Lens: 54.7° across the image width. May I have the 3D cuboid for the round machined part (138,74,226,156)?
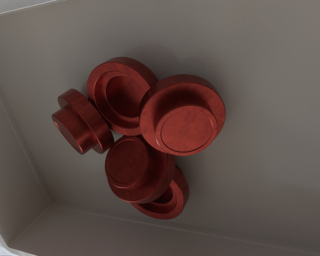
[{"bbox_3d":[0.026,-0.007,0.348,0.099,0.042,0.097,-4,125,-6],"label":"round machined part"}]

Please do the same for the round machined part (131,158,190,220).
[{"bbox_3d":[-0.003,0.081,0.447,0.098,0.042,0.097,13,124,21],"label":"round machined part"}]

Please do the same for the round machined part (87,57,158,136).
[{"bbox_3d":[-0.039,-0.042,0.389,0.098,0.042,0.097,13,124,21],"label":"round machined part"}]

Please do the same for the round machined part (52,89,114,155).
[{"bbox_3d":[-0.110,-0.002,0.424,0.098,0.042,0.098,41,156,23],"label":"round machined part"}]

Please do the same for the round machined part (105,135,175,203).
[{"bbox_3d":[-0.033,0.047,0.405,0.098,0.098,0.042,-6,159,31],"label":"round machined part"}]
